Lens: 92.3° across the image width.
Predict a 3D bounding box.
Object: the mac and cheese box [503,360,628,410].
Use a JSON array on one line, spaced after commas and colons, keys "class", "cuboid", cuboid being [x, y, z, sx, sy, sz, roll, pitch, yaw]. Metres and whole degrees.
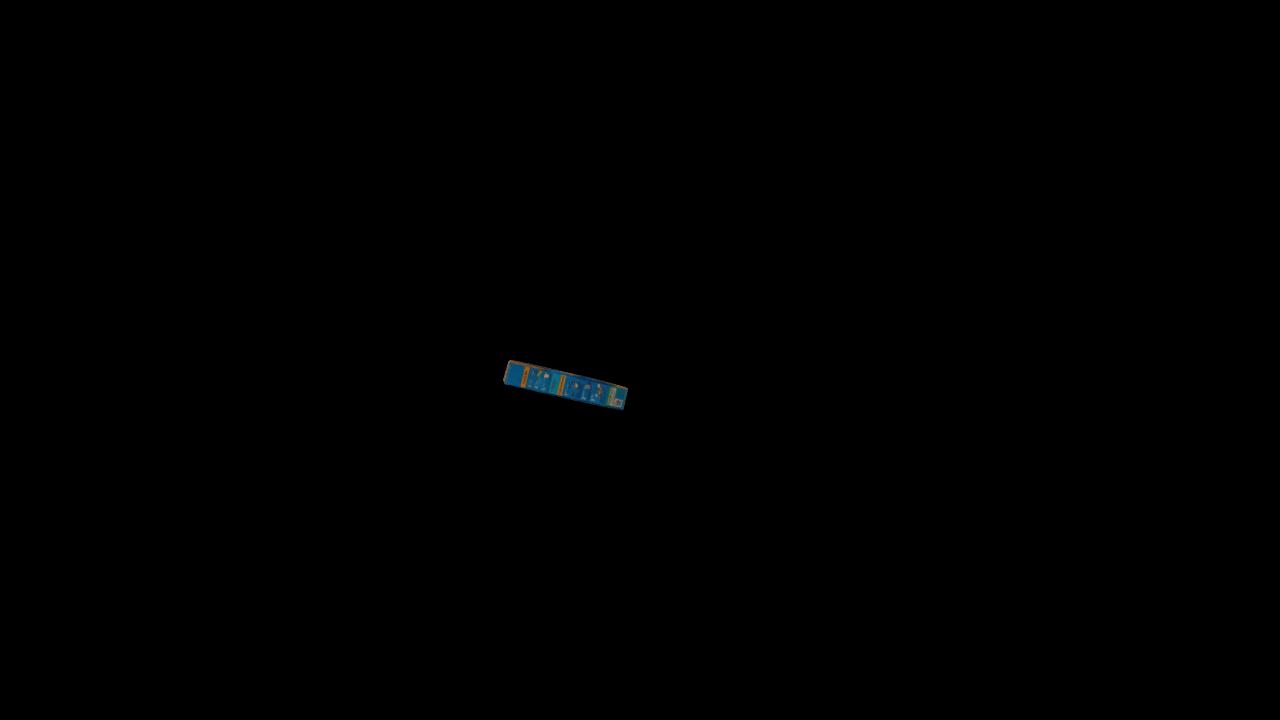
[{"class": "mac and cheese box", "cuboid": [-0.119, 0.039, 0.964, 0.184, 0.041, 0.093, 14, -1, -13]}]
